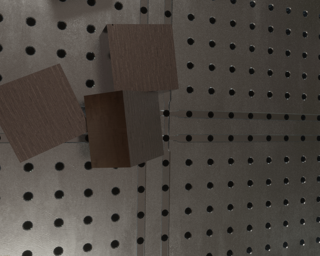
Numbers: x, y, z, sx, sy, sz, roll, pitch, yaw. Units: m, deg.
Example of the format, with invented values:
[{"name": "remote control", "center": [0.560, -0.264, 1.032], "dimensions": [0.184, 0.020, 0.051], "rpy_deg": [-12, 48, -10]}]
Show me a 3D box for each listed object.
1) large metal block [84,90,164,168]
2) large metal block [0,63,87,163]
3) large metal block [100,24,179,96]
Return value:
[{"name": "large metal block", "center": [-0.039, -0.001, 0.364], "dimensions": [0.080, 0.050, 0.079], "rpy_deg": [-11, 95, -64]}, {"name": "large metal block", "center": [-0.135, -0.017, 0.350], "dimensions": [0.081, 0.050, 0.080], "rpy_deg": [-27, 99, -18]}, {"name": "large metal block", "center": [-0.027, -0.083, 0.390], "dimensions": [0.081, 0.050, 0.079], "rpy_deg": [-7, 93, -20]}]
